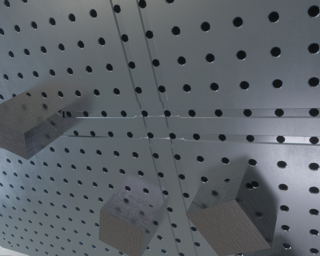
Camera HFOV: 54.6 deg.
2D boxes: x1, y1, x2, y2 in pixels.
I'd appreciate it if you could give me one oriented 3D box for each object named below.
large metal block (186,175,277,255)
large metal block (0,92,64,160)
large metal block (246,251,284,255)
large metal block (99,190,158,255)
[{"bbox_3d":[0.096,0.120,0.419,0.080,0.050,0.080,-30,102,38],"label":"large metal block"},{"bbox_3d":[-0.211,-0.006,0.484,0.080,0.080,0.050,21,126,15],"label":"large metal block"},{"bbox_3d":[0.159,0.235,0.457,0.080,0.050,0.080,-28,103,37],"label":"large metal block"},{"bbox_3d":[-0.055,0.165,0.527,0.080,0.050,0.079,21,127,15],"label":"large metal block"}]
